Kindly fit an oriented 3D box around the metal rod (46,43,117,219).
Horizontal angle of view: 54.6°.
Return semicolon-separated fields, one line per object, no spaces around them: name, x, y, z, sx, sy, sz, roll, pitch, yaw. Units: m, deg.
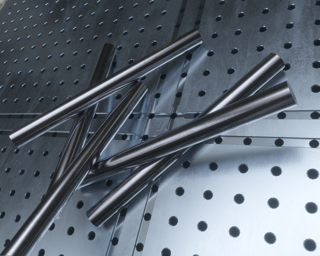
metal rod;-0.110;-0.017;0.456;0.025;0.025;0.300;-8;52;24

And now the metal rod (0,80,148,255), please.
metal rod;-0.097;0.046;0.384;0.025;0.025;0.301;9;51;32

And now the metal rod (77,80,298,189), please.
metal rod;0.001;0.021;0.357;0.300;0.025;0.025;-24;52;29

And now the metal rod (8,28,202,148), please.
metal rod;-0.071;-0.061;0.444;0.301;0.025;0.025;-31;51;-8

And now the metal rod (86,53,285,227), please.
metal rod;0.031;0.015;0.383;0.300;0.025;0.025;-41;51;0
